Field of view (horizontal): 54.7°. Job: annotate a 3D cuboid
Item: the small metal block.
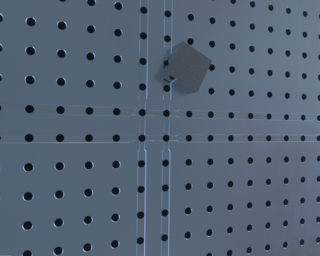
[{"bbox_3d":[0.036,-0.082,0.427,0.050,0.025,0.050,29,80,-18],"label":"small metal block"}]
